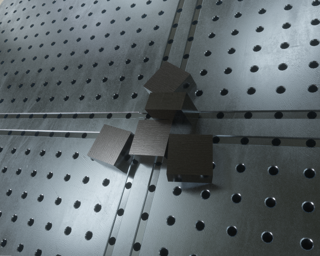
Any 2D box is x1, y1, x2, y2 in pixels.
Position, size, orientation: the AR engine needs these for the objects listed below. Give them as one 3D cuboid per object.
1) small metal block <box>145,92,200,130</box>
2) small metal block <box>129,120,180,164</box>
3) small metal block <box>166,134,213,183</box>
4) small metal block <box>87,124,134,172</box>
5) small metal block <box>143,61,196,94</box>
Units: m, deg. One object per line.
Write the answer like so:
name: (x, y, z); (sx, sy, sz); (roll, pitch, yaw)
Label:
small metal block: (0.017, -0.021, 0.395); (0.050, 0.050, 0.025); (3, 63, 29)
small metal block: (-0.006, 0.017, 0.400); (0.050, 0.025, 0.050); (1, 62, 28)
small metal block: (0.035, 0.035, 0.358); (0.050, 0.025, 0.050); (1, 61, 7)
small metal block: (-0.063, 0.027, 0.423); (0.050, 0.025, 0.050); (15, 69, 33)
small metal block: (0.013, -0.060, 0.437); (0.050, 0.025, 0.050); (-48, 52, -6)
